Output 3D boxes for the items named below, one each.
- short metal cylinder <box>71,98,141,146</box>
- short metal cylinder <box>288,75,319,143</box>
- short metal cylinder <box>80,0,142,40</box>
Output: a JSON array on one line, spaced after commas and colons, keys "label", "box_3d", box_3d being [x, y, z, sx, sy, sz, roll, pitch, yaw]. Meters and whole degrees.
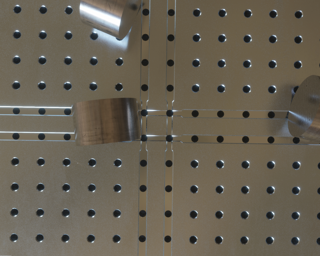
[{"label": "short metal cylinder", "box_3d": [-0.066, -0.007, 0.385, 0.080, 0.080, 0.050, -6, 90, 0]}, {"label": "short metal cylinder", "box_3d": [0.204, -0.021, 0.387, 0.050, 0.080, 0.080, 14, 90, 0]}, {"label": "short metal cylinder", "box_3d": [-0.058, -0.158, 0.385, 0.050, 0.080, 0.080, 23, 90, 0]}]
